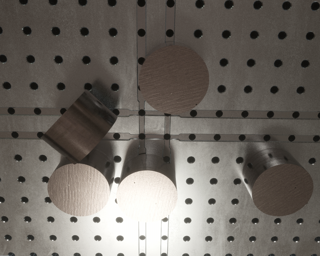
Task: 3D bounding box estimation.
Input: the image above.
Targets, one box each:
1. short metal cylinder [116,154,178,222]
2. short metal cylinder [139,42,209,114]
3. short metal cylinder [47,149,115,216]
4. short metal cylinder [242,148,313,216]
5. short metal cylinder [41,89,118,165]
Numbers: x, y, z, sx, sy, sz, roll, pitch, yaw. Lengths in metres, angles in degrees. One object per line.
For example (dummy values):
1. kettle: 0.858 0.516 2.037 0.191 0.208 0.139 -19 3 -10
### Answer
1. short metal cylinder: -0.017 0.083 0.430 0.081 0.050 0.079 0 110 -1
2. short metal cylinder: 0.016 -0.062 0.377 0.081 0.050 0.079 0 110 -1
3. short metal cylinder: -0.106 0.073 0.426 0.081 0.050 0.079 0 110 -1
4. short metal cylinder: 0.161 0.074 0.430 0.081 0.050 0.079 0 110 -1
5. short metal cylinder: -0.099 -0.002 0.382 0.080 0.080 0.050 -43 105 14
